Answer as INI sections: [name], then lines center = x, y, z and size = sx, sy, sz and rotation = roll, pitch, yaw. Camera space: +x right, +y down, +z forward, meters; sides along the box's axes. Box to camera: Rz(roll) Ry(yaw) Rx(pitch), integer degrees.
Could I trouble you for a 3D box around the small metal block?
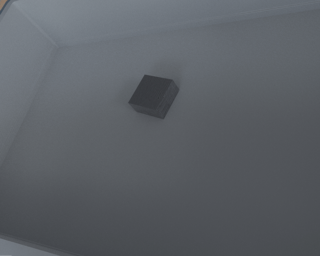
[small metal block]
center = -0.009, -0.045, 0.439
size = 0.050, 0.025, 0.050
rotation = 17, 70, 34
